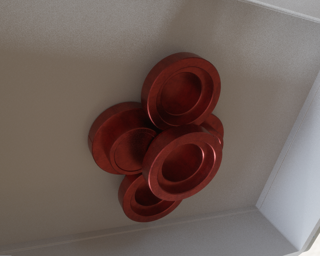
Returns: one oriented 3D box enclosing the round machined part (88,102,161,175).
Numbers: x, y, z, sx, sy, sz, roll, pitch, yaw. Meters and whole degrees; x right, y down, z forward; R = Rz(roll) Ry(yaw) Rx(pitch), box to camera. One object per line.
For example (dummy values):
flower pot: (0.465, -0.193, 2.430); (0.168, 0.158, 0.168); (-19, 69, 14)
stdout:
round machined part: (-0.037, 0.020, 0.389); (0.099, 0.042, 0.097); (-14, 125, -21)

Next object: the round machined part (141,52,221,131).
round machined part: (0.022, -0.046, 0.380); (0.099, 0.042, 0.097); (-14, 125, -21)

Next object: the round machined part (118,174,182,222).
round machined part: (-0.013, 0.083, 0.441); (0.099, 0.042, 0.097); (-14, 125, -21)

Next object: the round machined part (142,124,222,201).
round machined part: (0.023, 0.037, 0.378); (0.099, 0.042, 0.097); (-14, 125, -21)

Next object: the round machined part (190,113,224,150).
round machined part: (0.050, 0.023, 0.438); (0.099, 0.042, 0.097); (-14, 125, -21)
